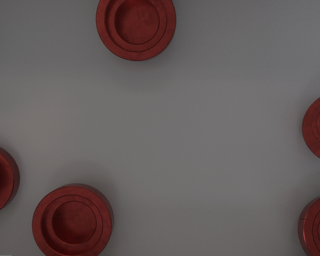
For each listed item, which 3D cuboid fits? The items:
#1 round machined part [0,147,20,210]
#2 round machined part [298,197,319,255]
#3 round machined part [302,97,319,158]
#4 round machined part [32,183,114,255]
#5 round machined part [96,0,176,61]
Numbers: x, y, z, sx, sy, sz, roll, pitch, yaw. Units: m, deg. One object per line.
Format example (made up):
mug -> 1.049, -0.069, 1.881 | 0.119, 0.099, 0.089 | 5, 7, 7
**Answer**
round machined part -> -0.239, 0.069, 0.398 | 0.099, 0.042, 0.097 | 0, 90, -5
round machined part -> 0.227, 0.135, 0.396 | 0.099, 0.042, 0.098 | -1, 75, 4
round machined part -> 0.226, -0.002, 0.379 | 0.098, 0.042, 0.098 | -11, 72, 35
round machined part -> -0.109, 0.120, 0.402 | 0.099, 0.042, 0.097 | 0, 90, 0
round machined part -> -0.028, -0.135, 0.396 | 0.099, 0.042, 0.097 | 1, 100, 4
